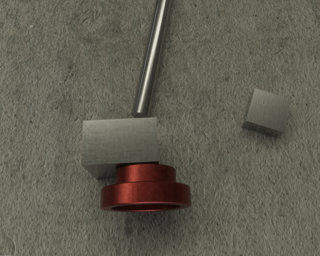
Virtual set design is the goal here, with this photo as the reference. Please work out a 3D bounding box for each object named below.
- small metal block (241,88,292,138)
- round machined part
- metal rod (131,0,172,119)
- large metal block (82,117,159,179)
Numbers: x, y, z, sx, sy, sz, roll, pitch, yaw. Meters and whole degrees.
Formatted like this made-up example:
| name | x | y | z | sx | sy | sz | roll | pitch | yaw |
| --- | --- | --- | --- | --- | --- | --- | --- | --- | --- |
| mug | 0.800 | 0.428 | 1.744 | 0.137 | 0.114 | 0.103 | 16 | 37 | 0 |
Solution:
| name | x | y | z | sx | sy | sz | roll | pitch | yaw |
| --- | --- | --- | --- | --- | --- | --- | --- | --- | --- |
| small metal block | 0.143 | -0.020 | 0.417 | 0.050 | 0.025 | 0.050 | 18 | 71 | 6 |
| round machined part | -0.016 | 0.067 | 0.345 | 0.099 | 0.098 | 0.042 | -2 | 70 | -1 |
| metal rod | -0.001 | -0.154 | 0.464 | 0.025 | 0.025 | 0.299 | 9 | 70 | 3 |
| large metal block | -0.043 | 0.027 | 0.369 | 0.081 | 0.080 | 0.050 | -3 | 70 | -2 |
